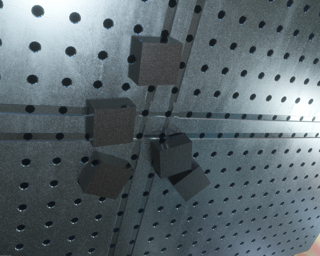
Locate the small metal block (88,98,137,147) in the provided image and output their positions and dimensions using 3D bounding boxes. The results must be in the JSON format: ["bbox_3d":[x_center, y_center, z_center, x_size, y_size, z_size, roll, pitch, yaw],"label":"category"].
[{"bbox_3d":[-0.059,-0.007,0.376,0.050,0.025,0.050,-6,121,-26],"label":"small metal block"}]

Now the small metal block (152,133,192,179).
[{"bbox_3d":[0.018,0.040,0.448,0.050,0.025,0.050,-15,125,-20],"label":"small metal block"}]

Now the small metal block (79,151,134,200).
[{"bbox_3d":[-0.071,0.064,0.413,0.050,0.025,0.050,24,106,-37],"label":"small metal block"}]

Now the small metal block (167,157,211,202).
[{"bbox_3d":[0.046,0.082,0.489,0.050,0.025,0.050,-37,130,-4],"label":"small metal block"}]

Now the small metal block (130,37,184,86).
[{"bbox_3d":[-0.004,-0.078,0.362,0.050,0.025,0.050,-6,121,-26],"label":"small metal block"}]
